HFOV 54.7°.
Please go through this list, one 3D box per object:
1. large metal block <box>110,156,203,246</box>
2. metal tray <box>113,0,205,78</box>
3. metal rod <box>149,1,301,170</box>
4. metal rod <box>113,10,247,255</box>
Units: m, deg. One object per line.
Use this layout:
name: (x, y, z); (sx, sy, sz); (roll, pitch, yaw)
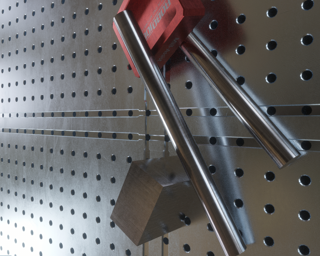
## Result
large metal block: (-0.002, 0.083, 0.374); (0.050, 0.081, 0.079); (34, 111, 34)
metal tray: (-0.009, -0.133, 0.378); (0.129, 0.030, 0.090); (-42, 69, 54)
metal rod: (0.052, -0.080, 0.365); (0.025, 0.025, 0.299); (-48, 62, 29)
metal rod: (0.020, 0.001, 0.355); (0.025, 0.025, 0.299); (-30, 83, 36)
